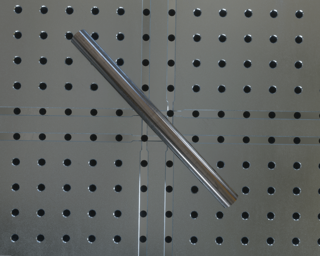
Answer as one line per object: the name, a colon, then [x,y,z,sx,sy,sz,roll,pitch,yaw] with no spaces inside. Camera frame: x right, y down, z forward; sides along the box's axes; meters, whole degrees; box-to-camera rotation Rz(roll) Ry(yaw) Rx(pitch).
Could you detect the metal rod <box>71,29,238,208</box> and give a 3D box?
metal rod: [-0.007,-0.012,0.414,0.025,0.025,0.300,-43,90,0]
